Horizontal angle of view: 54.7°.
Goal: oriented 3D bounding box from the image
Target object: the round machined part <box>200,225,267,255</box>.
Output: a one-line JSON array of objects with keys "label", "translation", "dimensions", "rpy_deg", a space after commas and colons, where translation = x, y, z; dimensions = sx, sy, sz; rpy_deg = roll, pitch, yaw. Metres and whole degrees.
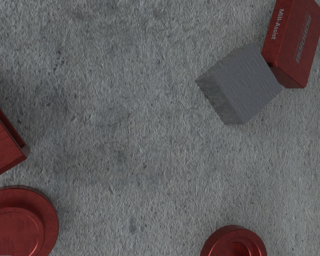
[{"label": "round machined part", "translation": [0.099, 0.185, 0.438], "dimensions": [0.099, 0.042, 0.097], "rpy_deg": [0, 90, -21]}]

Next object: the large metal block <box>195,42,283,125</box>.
[{"label": "large metal block", "translation": [0.111, -0.061, 0.438], "dimensions": [0.080, 0.050, 0.080], "rpy_deg": [-40, 103, -16]}]

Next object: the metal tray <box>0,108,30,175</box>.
[{"label": "metal tray", "translation": [-0.181, -0.019, 0.307], "dimensions": [0.030, 0.090, 0.130], "rpy_deg": [-35, 102, -17]}]

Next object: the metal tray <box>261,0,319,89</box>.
[{"label": "metal tray", "translation": [0.201, -0.135, 0.469], "dimensions": [0.091, 0.030, 0.129], "rpy_deg": [22, 82, -37]}]

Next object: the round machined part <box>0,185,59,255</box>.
[{"label": "round machined part", "translation": [-0.163, 0.115, 0.340], "dimensions": [0.099, 0.042, 0.097], "rpy_deg": [0, 90, -21]}]
